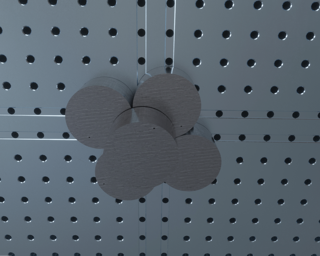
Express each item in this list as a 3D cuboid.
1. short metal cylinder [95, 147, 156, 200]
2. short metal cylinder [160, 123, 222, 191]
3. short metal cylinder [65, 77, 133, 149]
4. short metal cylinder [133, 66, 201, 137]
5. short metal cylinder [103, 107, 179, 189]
[{"bbox_3d":[-0.042,0.049,0.417,0.081,0.050,0.079,0,110,-1],"label":"short metal cylinder"},{"bbox_3d":[0.037,0.037,0.413,0.081,0.050,0.079,0,110,-1],"label":"short metal cylinder"},{"bbox_3d":[-0.072,-0.020,0.391,0.081,0.050,0.079,0,110,-1],"label":"short metal cylinder"},{"bbox_3d":[0.008,-0.033,0.387,0.081,0.050,0.079,0,110,-1],"label":"short metal cylinder"},{"bbox_3d":[-0.020,0.022,0.352,0.081,0.050,0.079,-1,112,-1],"label":"short metal cylinder"}]
